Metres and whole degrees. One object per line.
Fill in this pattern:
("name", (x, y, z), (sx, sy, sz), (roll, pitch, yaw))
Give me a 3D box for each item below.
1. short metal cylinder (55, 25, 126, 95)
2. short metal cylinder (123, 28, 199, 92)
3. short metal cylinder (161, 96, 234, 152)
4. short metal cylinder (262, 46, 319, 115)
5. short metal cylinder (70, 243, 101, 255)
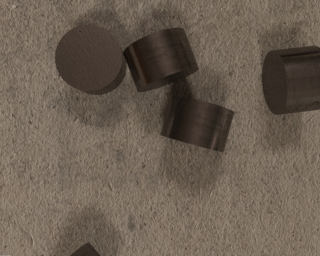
("short metal cylinder", (-0.086, -0.084, 0.396), (0.081, 0.050, 0.079), (0, 90, -1))
("short metal cylinder", (0.001, -0.082, 0.383), (0.080, 0.080, 0.050), (-20, 90, 0))
("short metal cylinder", (0.046, -0.005, 0.383), (0.080, 0.080, 0.050), (15, 90, -1))
("short metal cylinder", (0.166, -0.059, 0.385), (0.050, 0.080, 0.079), (-7, 90, 0))
("short metal cylinder", (-0.102, 0.190, 0.381), (0.080, 0.080, 0.050), (-40, 91, 0))
